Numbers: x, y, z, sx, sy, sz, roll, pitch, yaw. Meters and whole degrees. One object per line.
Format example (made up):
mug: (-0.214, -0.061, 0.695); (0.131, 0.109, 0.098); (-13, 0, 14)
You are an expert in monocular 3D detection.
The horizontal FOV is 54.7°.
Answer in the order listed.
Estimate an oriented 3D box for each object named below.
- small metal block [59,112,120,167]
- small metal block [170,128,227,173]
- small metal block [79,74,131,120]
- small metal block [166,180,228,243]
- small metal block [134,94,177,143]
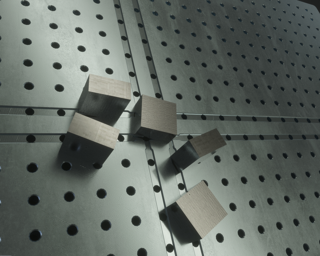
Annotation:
small metal block: (-0.078, 0.014, 0.342); (0.050, 0.050, 0.025); (23, 53, -15)
small metal block: (0.050, 0.029, 0.403); (0.050, 0.050, 0.025); (-20, 73, -36)
small metal block: (-0.068, -0.036, 0.379); (0.050, 0.050, 0.025); (10, 58, -24)
small metal block: (0.045, 0.100, 0.373); (0.050, 0.025, 0.050); (-28, 78, -38)
small metal block: (-0.006, -0.012, 0.414); (0.050, 0.025, 0.050); (14, 56, -21)
